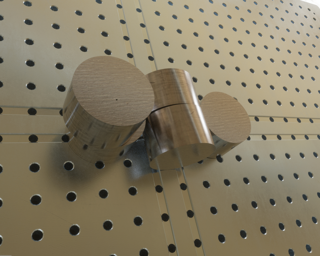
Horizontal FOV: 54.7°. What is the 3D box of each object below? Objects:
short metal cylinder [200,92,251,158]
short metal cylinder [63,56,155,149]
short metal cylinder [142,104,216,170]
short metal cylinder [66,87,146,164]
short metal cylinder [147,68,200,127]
[{"bbox_3d":[0.079,-0.004,0.436,0.081,0.050,0.080,14,56,-21],"label":"short metal cylinder"},{"bbox_3d":[-0.053,-0.025,0.313,0.081,0.050,0.080,14,56,-21],"label":"short metal cylinder"},{"bbox_3d":[0.021,0.013,0.376,0.081,0.080,0.050,-1,63,-29],"label":"short metal cylinder"},{"bbox_3d":[-0.063,-0.004,0.360,0.081,0.050,0.080,14,56,-21],"label":"short metal cylinder"},{"bbox_3d":[0.009,-0.032,0.397,0.081,0.080,0.050,1,62,-28],"label":"short metal cylinder"}]
